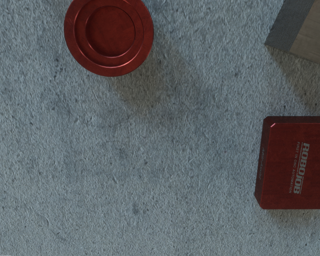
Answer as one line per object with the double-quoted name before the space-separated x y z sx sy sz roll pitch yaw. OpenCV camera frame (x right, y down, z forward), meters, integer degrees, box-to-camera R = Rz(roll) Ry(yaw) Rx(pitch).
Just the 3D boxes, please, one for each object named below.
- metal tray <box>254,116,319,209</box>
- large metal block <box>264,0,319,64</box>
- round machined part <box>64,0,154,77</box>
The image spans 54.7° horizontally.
"metal tray" 0.185 0.049 0.427 0.091 0.030 0.129 0 110 0
"large metal block" 0.167 -0.118 0.339 0.050 0.080 0.079 19 109 -7
"round machined part" -0.056 -0.112 0.359 0.099 0.042 0.097 0 110 0
